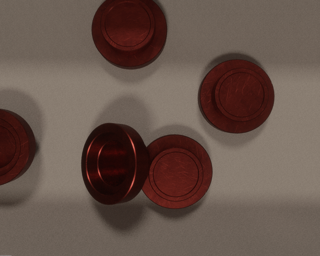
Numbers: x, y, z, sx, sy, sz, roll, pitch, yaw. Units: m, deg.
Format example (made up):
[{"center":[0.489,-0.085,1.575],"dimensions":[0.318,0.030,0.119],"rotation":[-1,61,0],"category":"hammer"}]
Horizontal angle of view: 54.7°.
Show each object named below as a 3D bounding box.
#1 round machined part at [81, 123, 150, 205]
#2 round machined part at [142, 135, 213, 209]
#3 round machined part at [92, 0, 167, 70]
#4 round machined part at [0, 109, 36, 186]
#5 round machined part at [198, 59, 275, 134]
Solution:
[{"center":[-0.051,0.044,0.386],"dimensions":[0.098,0.042,0.097],"rotation":[-4,83,39],"category":"round machined part"},{"center":[0.020,0.057,0.403],"dimensions":[0.099,0.042,0.097],"rotation":[0,90,-1],"category":"round machined part"},{"center":[-0.040,-0.128,0.402],"dimensions":[0.099,0.042,0.097],"rotation":[0,90,-1],"category":"round machined part"},{"center":[-0.210,0.024,0.400],"dimensions":[0.099,0.042,0.097],"rotation":[0,90,-1],"category":"round machined part"},{"center":[0.101,-0.041,0.404],"dimensions":[0.099,0.042,0.097],"rotation":[0,90,-1],"category":"round machined part"}]
